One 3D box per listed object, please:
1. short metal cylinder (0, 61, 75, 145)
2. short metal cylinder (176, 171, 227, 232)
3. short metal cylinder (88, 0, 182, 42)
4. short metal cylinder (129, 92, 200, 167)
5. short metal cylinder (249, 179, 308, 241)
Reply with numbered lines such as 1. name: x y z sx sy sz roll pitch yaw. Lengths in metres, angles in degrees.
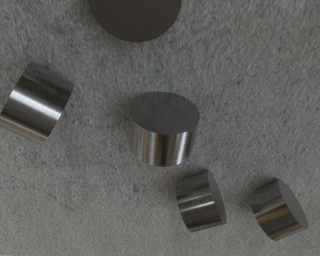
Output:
1. short metal cylinder: -0.138 -0.028 0.346 0.050 0.080 0.080 29 124 -22
2. short metal cylinder: 0.063 0.111 0.466 0.050 0.080 0.080 -20 128 15
3. short metal cylinder: -0.022 -0.126 0.283 0.081 0.050 0.079 0 130 0
4. short metal cylinder: 0.004 0.000 0.371 0.081 0.080 0.050 4 130 -4
5. short metal cylinder: 0.184 0.127 0.483 0.050 0.080 0.080 -35 122 26
